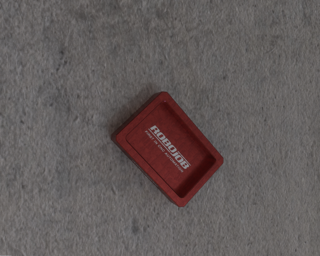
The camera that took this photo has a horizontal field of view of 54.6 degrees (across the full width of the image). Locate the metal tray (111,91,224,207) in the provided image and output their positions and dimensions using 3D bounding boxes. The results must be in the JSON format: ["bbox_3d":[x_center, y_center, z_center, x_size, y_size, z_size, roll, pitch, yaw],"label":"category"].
[{"bbox_3d":[0.012,0.028,0.410,0.090,0.030,0.130,-45,104,-14],"label":"metal tray"}]
